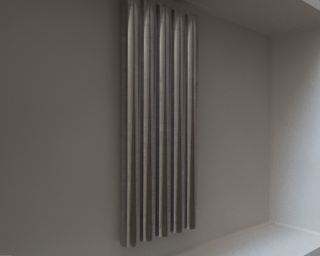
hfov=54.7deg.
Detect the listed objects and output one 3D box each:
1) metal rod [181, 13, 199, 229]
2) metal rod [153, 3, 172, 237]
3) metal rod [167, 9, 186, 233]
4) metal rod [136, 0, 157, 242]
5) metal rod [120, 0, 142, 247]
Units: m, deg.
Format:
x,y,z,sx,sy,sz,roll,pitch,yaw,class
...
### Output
x,y,z,sx,sy,sz,roll,pitch,yaw,class
0.042,-0.009,0.440,0.025,0.025,0.298,0,90,-40,metal rod
0.003,-0.010,0.407,0.025,0.025,0.298,0,90,-40,metal rod
0.022,-0.010,0.423,0.025,0.025,0.298,0,90,-40,metal rod
-0.017,-0.010,0.390,0.025,0.025,0.298,0,90,-40,metal rod
-0.035,-0.009,0.375,0.025,0.025,0.298,0,90,-40,metal rod
